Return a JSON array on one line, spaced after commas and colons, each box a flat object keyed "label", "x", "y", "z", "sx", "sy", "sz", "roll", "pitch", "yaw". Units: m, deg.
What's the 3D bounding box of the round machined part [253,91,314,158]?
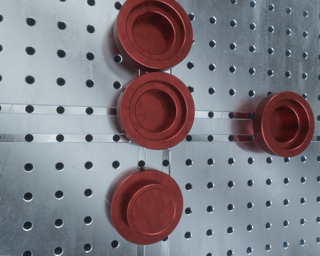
[{"label": "round machined part", "x": 0.182, "y": -0.005, "z": 0.473, "sx": 0.099, "sy": 0.042, "sz": 0.097, "roll": 0, "pitch": 90, "yaw": -21}]

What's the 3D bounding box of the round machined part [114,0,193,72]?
[{"label": "round machined part", "x": -0.011, "y": -0.118, "z": 0.397, "sx": 0.099, "sy": 0.042, "sz": 0.097, "roll": 2, "pitch": 84, "yaw": -20}]

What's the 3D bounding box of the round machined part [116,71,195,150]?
[{"label": "round machined part", "x": -0.008, "y": -0.022, "z": 0.402, "sx": 0.099, "sy": 0.042, "sz": 0.097, "roll": 0, "pitch": 90, "yaw": -20}]

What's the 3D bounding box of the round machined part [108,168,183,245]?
[{"label": "round machined part", "x": -0.014, "y": 0.103, "z": 0.399, "sx": 0.099, "sy": 0.042, "sz": 0.097, "roll": 0, "pitch": 90, "yaw": -20}]
